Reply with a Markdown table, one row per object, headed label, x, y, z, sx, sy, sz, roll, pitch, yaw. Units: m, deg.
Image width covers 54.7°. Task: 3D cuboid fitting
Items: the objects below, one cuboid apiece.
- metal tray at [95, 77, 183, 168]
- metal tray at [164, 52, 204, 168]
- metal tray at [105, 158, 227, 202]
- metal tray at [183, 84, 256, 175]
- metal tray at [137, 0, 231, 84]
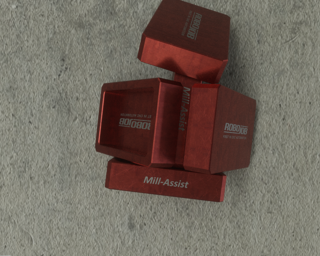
| label | x | y | z | sx | sy | sz | roll | pitch | yaw |
| --- | --- | --- | --- | --- | --- | --- | --- | --- | --- |
| metal tray | -0.030 | -0.008 | 0.362 | 0.030 | 0.130 | 0.089 | 6 | 90 | -37 |
| metal tray | 0.026 | -0.021 | 0.378 | 0.030 | 0.090 | 0.129 | 7 | 90 | 0 |
| metal tray | 0.006 | 0.058 | 0.378 | 0.131 | 0.090 | 0.030 | 7 | 90 | -1 |
| metal tray | 0.075 | 0.003 | 0.362 | 0.030 | 0.131 | 0.089 | 6 | 91 | 33 |
| metal tray | 0.034 | -0.109 | 0.365 | 0.090 | 0.130 | 0.030 | 18 | 131 | -1 |
